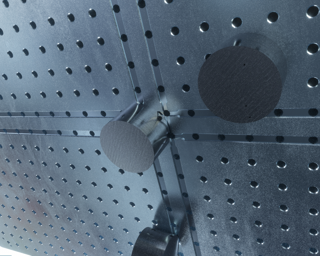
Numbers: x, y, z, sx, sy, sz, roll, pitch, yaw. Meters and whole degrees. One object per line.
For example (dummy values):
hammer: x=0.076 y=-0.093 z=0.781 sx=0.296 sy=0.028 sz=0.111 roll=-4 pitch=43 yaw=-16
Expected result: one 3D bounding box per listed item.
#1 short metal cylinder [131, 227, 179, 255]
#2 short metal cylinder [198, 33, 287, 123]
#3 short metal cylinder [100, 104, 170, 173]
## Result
short metal cylinder: x=-0.007 y=0.210 z=0.509 sx=0.050 sy=0.080 sz=0.079 roll=9 pitch=122 yaw=23
short metal cylinder: x=0.085 y=-0.052 z=0.318 sx=0.080 sy=0.050 sz=0.079 roll=13 pitch=124 yaw=21
short metal cylinder: x=-0.033 y=0.014 z=0.421 sx=0.080 sy=0.050 sz=0.079 roll=13 pitch=124 yaw=21
